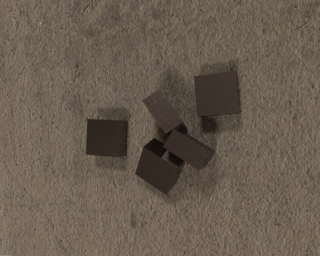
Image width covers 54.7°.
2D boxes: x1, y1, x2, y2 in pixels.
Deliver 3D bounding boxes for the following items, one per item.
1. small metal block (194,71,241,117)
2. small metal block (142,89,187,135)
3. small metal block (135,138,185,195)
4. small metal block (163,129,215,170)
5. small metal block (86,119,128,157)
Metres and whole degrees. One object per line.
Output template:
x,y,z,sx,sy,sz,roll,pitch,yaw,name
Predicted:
0.071,-0.041,0.383,0.050,0.025,0.050,-5,89,19,small metal block
0.007,-0.016,0.390,0.025,0.050,0.050,-36,78,3,small metal block
0.000,0.049,0.397,0.050,0.025,0.050,31,128,17,small metal block
0.037,0.026,0.381,0.050,0.050,0.025,32,96,16,small metal block
-0.074,0.013,0.434,0.050,0.025,0.050,3,91,19,small metal block
